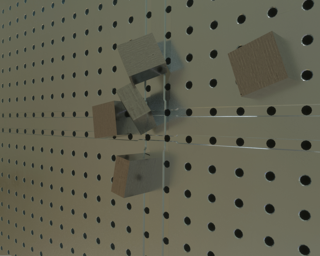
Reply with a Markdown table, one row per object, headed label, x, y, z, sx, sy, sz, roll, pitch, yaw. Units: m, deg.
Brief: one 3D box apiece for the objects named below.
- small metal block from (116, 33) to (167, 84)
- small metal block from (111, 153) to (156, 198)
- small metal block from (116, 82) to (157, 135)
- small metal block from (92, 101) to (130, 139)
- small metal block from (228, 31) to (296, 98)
| label | x | y | z | sx | sy | sz | roll | pitch | yaw |
| --- | --- | --- | --- | --- | --- | --- | --- | --- | --- |
| small metal block | -0.024 | -0.091 | 0.409 | 0.050 | 0.025 | 0.050 | -21 | 70 | -3 |
| small metal block | -0.036 | 0.063 | 0.420 | 0.025 | 0.050 | 0.050 | 16 | 100 | 38 |
| small metal block | -0.031 | -0.025 | 0.413 | 0.025 | 0.050 | 0.050 | -30 | 67 | -5 |
| small metal block | -0.075 | -0.012 | 0.469 | 0.050 | 0.025 | 0.050 | -9 | 84 | 39 |
| small metal block | 0.105 | -0.064 | 0.322 | 0.050 | 0.025 | 0.050 | -23 | 76 | 37 |
